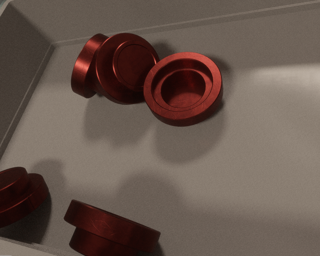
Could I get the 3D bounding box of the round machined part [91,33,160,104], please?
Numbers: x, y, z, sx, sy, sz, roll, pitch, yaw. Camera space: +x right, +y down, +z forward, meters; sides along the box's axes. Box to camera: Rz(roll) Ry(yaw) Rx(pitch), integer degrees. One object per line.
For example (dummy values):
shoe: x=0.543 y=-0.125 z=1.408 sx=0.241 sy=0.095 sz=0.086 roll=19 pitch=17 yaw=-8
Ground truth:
round machined part: x=-0.040 y=-0.082 z=0.424 sx=0.042 sy=0.098 sz=0.098 roll=-2 pitch=57 yaw=60

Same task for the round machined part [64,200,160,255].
round machined part: x=-0.052 y=0.111 z=0.318 sx=0.098 sy=0.098 sz=0.042 roll=10 pitch=71 yaw=32

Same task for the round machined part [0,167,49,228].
round machined part: x=-0.206 y=0.087 z=0.416 sx=0.098 sy=0.042 sz=0.098 roll=-14 pitch=21 yaw=6

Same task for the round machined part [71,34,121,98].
round machined part: x=-0.089 y=-0.088 z=0.468 sx=0.042 sy=0.098 sz=0.098 roll=26 pitch=73 yaw=4

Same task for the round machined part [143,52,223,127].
round machined part: x=0.031 y=-0.045 z=0.397 sx=0.098 sy=0.042 sz=0.098 roll=-6 pitch=64 yaw=13
